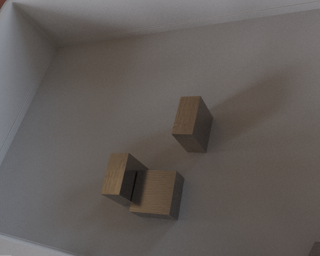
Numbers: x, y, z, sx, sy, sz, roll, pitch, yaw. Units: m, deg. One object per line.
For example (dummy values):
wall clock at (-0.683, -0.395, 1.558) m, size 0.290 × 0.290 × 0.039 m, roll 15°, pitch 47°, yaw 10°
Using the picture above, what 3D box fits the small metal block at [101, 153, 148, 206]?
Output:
small metal block at (-0.041, 0.063, 0.373) m, size 0.025 × 0.050 × 0.050 m, roll -4°, pitch 60°, yaw 26°

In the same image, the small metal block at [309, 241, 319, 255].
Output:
small metal block at (0.133, 0.119, 0.242) m, size 0.025 × 0.050 × 0.050 m, roll 31°, pitch 75°, yaw 11°

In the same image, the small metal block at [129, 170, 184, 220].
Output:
small metal block at (-0.003, 0.077, 0.360) m, size 0.050 × 0.025 × 0.050 m, roll -3°, pitch 60°, yaw 26°

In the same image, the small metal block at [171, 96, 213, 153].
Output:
small metal block at (0.040, -0.003, 0.371) m, size 0.025 × 0.050 × 0.050 m, roll 1°, pitch 62°, yaw 29°
